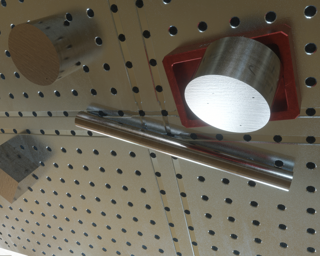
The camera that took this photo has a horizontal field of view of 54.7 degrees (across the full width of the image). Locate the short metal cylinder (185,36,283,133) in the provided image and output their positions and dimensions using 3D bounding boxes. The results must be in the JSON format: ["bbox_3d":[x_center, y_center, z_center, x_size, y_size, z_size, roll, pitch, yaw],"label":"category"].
[{"bbox_3d":[0.071,-0.039,0.297,0.080,0.050,0.080,21,151,12],"label":"short metal cylinder"}]

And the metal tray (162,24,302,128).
[{"bbox_3d":[0.076,-0.050,0.335,0.130,0.030,0.090,-5,116,30],"label":"metal tray"}]

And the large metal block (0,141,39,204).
[{"bbox_3d":[-0.293,0.087,0.599,0.080,0.050,0.080,38,129,2],"label":"large metal block"}]

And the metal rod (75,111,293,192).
[{"bbox_3d":[0.018,0.025,0.416,0.301,0.025,0.025,16,125,18],"label":"metal rod"}]

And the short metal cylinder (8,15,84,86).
[{"bbox_3d":[-0.149,-0.102,0.408,0.080,0.050,0.079,13,124,20],"label":"short metal cylinder"}]
